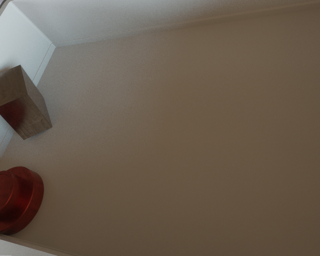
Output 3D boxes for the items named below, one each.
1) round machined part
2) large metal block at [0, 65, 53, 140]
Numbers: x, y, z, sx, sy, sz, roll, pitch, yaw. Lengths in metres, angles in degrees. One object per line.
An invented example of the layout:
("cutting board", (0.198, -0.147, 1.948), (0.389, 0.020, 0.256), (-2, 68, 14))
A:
("round machined part", (-0.222, 0.100, 0.447), (0.098, 0.042, 0.098), (-13, 56, 20))
("large metal block", (-0.225, -0.041, 0.504), (0.050, 0.080, 0.080), (-26, 51, -7))
